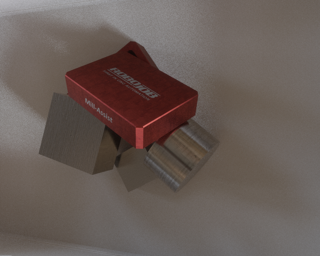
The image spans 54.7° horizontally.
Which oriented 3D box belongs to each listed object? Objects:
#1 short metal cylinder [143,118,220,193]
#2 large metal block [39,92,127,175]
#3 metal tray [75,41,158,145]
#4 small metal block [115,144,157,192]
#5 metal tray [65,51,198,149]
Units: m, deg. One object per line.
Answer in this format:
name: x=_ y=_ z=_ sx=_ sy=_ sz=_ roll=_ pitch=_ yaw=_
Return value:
short metal cylinder: x=0.026 y=0.031 z=0.370 sx=0.050 sy=0.080 sz=0.080 roll=41 pitch=103 yaw=15
large metal block: x=-0.096 y=0.005 z=0.394 sx=0.080 sy=0.050 sz=0.080 roll=17 pitch=96 yaw=18
metal tray: x=-0.057 y=-0.043 z=0.425 sx=0.130 sy=0.030 sz=0.090 roll=-35 pitch=79 yaw=16
small metal block: x=-0.028 y=0.051 z=0.418 sx=0.050 sy=0.025 sz=0.050 roll=-30 pitch=80 yaw=17
metal tray: x=-0.034 y=-0.039 z=0.354 sx=0.130 sy=0.091 sz=0.030 roll=35 pitch=140 yaw=31
